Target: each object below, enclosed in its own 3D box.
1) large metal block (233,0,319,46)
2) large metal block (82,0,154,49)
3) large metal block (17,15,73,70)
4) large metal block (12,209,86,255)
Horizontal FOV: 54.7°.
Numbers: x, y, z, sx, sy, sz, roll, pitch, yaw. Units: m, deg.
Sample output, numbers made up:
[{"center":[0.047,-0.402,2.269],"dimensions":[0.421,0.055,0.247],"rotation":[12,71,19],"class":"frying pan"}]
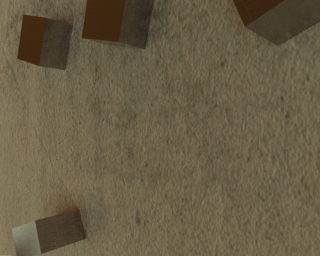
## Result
[{"center":[0.117,-0.123,0.272],"dimensions":[0.080,0.081,0.050],"rotation":[-29,72,36],"class":"large metal block"},{"center":[-0.060,-0.159,0.436],"dimensions":[0.080,0.050,0.079],"rotation":[18,101,38],"class":"large metal block"},{"center":[-0.208,-0.154,0.557],"dimensions":[0.080,0.050,0.079],"rotation":[21,103,37],"class":"large metal block"},{"center":[-0.186,0.178,0.520],"dimensions":[0.080,0.081,0.050],"rotation":[-26,74,37],"class":"large metal block"}]
